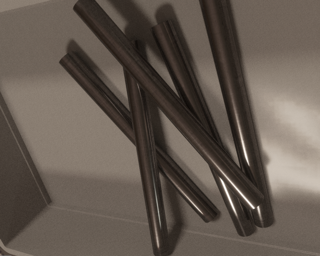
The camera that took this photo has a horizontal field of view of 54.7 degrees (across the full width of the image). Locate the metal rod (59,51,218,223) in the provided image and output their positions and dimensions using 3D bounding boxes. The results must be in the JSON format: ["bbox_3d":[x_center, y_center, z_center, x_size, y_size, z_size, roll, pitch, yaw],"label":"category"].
[{"bbox_3d":[-0.025,0.016,0.430,0.300,0.025,0.025,48,129,-6],"label":"metal rod"}]

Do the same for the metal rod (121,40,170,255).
[{"bbox_3d":[-0.017,0.039,0.407,0.025,0.025,0.298,1,109,27],"label":"metal rod"}]

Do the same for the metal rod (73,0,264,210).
[{"bbox_3d":[0.014,-0.024,0.351,0.300,0.025,0.025,49,128,-6],"label":"metal rod"}]

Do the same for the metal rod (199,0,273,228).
[{"bbox_3d":[0.092,-0.007,0.355,0.025,0.025,0.298,-5,116,30],"label":"metal rod"}]

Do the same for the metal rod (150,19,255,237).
[{"bbox_3d":[0.060,0.014,0.384,0.025,0.025,0.299,-12,112,33],"label":"metal rod"}]
